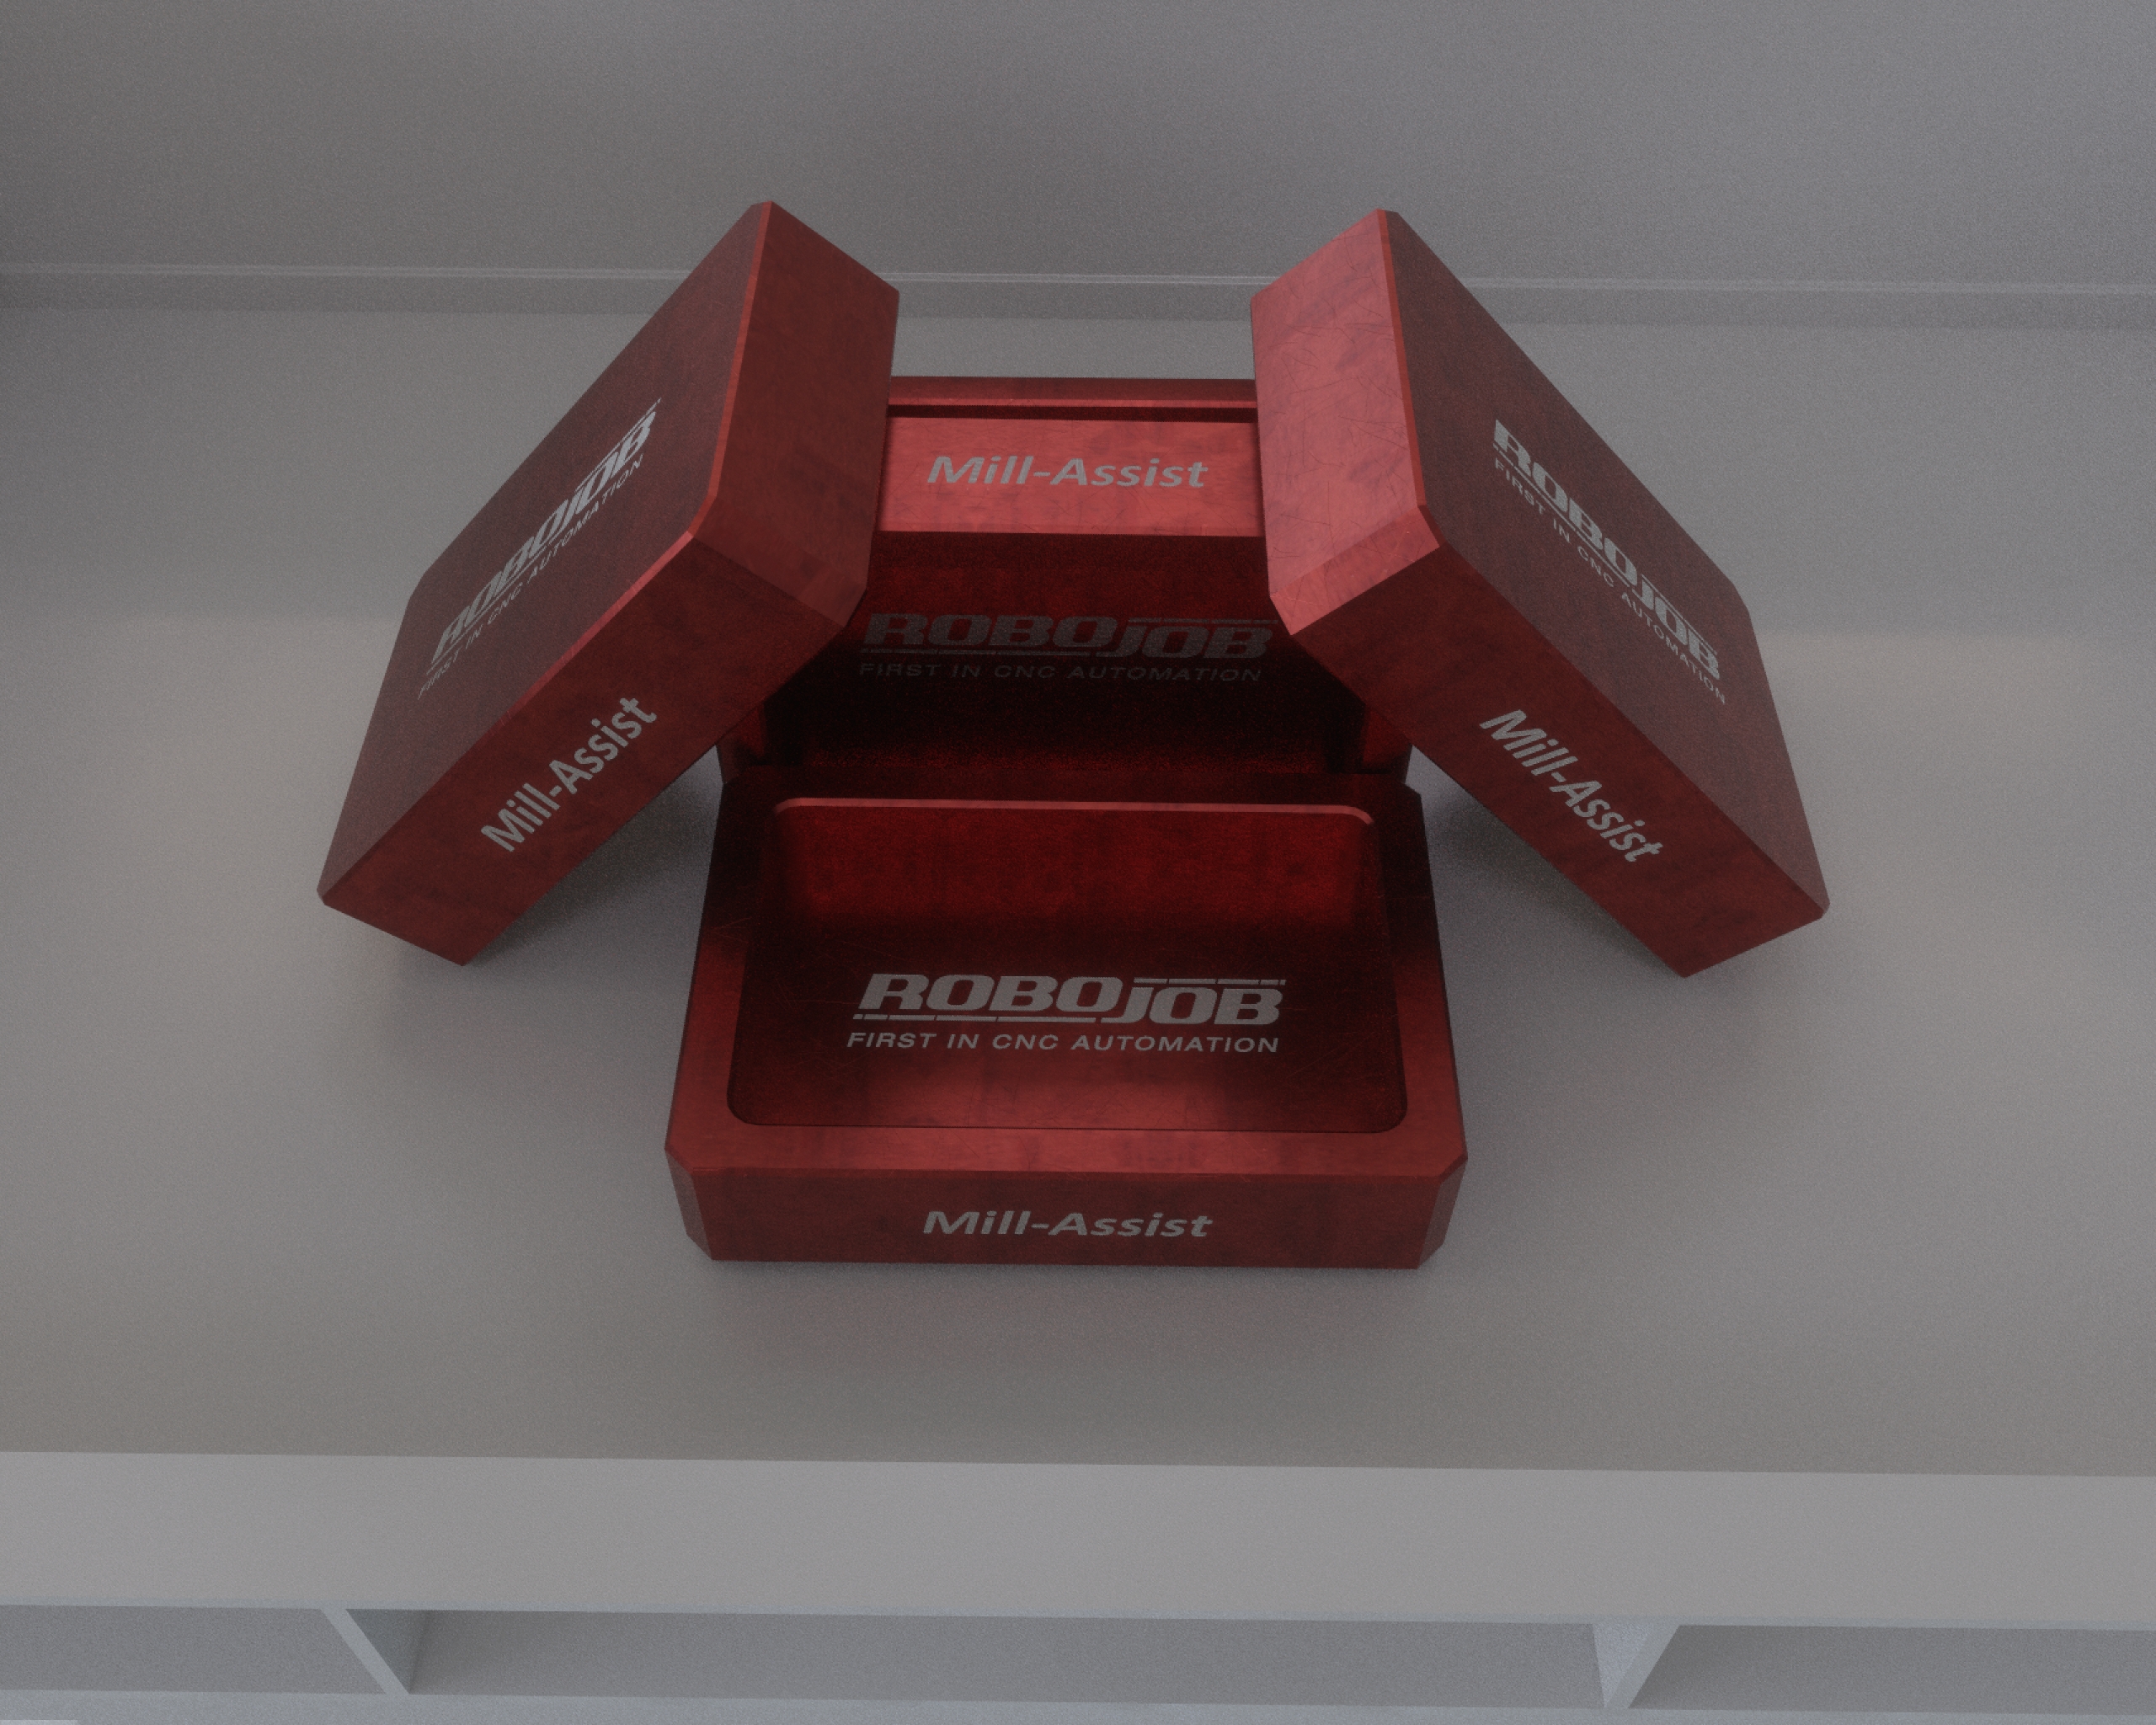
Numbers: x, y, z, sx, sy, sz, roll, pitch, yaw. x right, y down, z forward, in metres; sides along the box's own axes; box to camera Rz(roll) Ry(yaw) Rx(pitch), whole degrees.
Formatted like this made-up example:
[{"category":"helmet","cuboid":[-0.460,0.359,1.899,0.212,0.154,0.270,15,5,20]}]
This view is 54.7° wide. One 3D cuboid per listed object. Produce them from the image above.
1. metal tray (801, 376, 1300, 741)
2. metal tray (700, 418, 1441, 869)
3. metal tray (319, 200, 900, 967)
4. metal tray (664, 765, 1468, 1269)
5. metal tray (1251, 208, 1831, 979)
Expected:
[{"category":"metal tray","cuboid":[0.002,-0.066,0.455,0.131,0.030,0.090,0,50,-1]},{"category":"metal tray","cuboid":[-0.002,-0.039,0.393,0.131,0.089,0.030,1,50,0]},{"category":"metal tray","cuboid":[-0.087,-0.049,0.384,0.030,0.130,0.090,31,41,-30]},{"category":"metal tray","cuboid":[-0.002,0.026,0.376,0.131,0.030,0.090,1,50,-1]},{"category":"metal tray","cuboid":[0.085,-0.047,0.383,0.030,0.130,0.090,-30,41,32]}]
